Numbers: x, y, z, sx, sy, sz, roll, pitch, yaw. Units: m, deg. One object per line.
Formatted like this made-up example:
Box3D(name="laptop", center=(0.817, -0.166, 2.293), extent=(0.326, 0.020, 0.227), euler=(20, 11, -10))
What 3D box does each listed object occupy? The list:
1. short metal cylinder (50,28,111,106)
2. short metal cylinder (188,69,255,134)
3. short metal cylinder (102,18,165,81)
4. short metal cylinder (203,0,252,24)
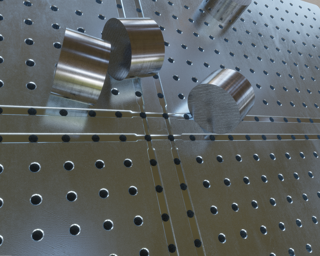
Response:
Box3D(name="short metal cylinder", center=(-0.095, -0.071, 0.365), extent=(0.050, 0.080, 0.080), euler=(13, 56, -21))
Box3D(name="short metal cylinder", center=(0.087, -0.038, 0.442), extent=(0.080, 0.080, 0.050), euler=(45, 51, 3))
Box3D(name="short metal cylinder", center=(-0.038, -0.107, 0.417), extent=(0.050, 0.080, 0.080), euler=(-15, 69, -34))
Box3D(name="short metal cylinder", center=(0.135, -0.256, 0.620), extent=(0.081, 0.050, 0.080), euler=(14, 56, -21))
